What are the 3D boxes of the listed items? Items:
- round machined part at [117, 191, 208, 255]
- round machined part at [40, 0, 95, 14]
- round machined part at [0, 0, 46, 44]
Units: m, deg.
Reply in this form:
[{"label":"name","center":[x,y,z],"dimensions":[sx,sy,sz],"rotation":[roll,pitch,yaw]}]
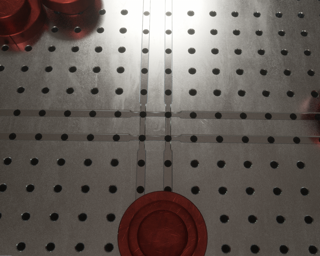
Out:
[{"label":"round machined part","center":[0.003,0.125,0.357],"dimensions":[0.099,0.042,0.098],"rotation":[0,70,-1]},{"label":"round machined part","center":[-0.141,-0.217,0.480],"dimensions":[0.099,0.042,0.098],"rotation":[0,69,-1]},{"label":"round machined part","center":[-0.228,-0.179,0.465],"dimensions":[0.099,0.042,0.098],"rotation":[0,70,-1]}]
